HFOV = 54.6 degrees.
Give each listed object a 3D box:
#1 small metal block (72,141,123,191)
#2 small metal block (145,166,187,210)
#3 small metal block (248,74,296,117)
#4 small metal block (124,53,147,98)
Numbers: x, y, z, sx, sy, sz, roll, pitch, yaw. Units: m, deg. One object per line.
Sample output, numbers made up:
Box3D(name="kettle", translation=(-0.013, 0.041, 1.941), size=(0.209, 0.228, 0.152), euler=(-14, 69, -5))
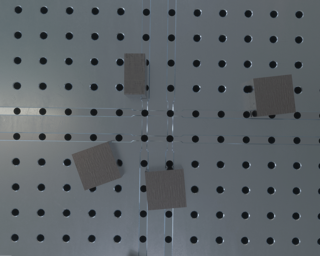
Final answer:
Box3D(name="small metal block", translation=(-0.082, 0.049, 0.413), size=(0.050, 0.025, 0.050), euler=(-20, 90, 0))
Box3D(name="small metal block", translation=(0.008, 0.080, 0.413), size=(0.050, 0.025, 0.050), euler=(-5, 90, 0))
Box3D(name="small metal block", translation=(0.149, -0.042, 0.414), size=(0.050, 0.025, 0.050), euler=(-6, 90, 0))
Box3D(name="small metal block", translation=(-0.031, -0.066, 0.401), size=(0.025, 0.050, 0.050), euler=(0, 90, 0))
